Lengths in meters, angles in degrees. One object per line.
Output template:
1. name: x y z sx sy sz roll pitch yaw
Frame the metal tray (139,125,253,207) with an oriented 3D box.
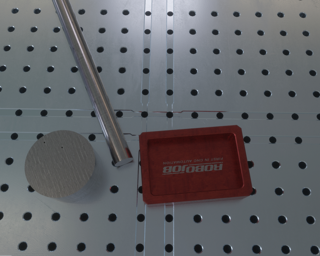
1. metal tray: 0.042 0.047 0.392 0.131 0.030 0.090 -4 70 -2

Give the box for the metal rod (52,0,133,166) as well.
1. metal rod: -0.104 -0.086 0.442 0.025 0.025 0.299 -22 72 -8

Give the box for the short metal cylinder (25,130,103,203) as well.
1. short metal cylinder: -0.115 0.048 0.380 0.081 0.050 0.080 0 70 0
